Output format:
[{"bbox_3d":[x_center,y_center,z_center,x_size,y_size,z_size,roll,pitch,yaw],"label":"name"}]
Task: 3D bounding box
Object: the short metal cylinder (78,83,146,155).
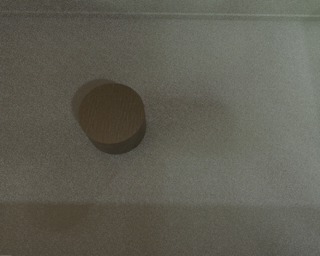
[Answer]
[{"bbox_3d":[-0.059,-0.011,0.400,0.080,0.050,0.080,0,70,0],"label":"short metal cylinder"}]
